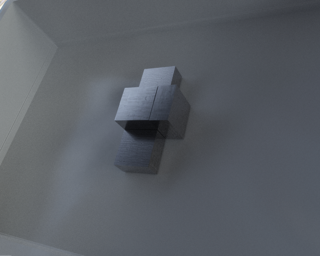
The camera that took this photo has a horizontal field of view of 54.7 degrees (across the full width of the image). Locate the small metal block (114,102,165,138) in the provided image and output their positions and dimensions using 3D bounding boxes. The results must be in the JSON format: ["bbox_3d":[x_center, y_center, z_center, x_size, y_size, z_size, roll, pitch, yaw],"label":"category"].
[{"bbox_3d":[-0.022,-0.009,0.405,0.050,0.050,0.025,0,62,28],"label":"small metal block"}]

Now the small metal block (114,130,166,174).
[{"bbox_3d":[-0.026,0.030,0.398,0.050,0.025,0.050,0,62,28],"label":"small metal block"}]

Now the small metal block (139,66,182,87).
[{"bbox_3d":[-0.001,-0.058,0.440,0.050,0.025,0.050,0,62,28],"label":"small metal block"}]

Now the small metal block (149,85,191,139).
[{"bbox_3d":[0.014,-0.019,0.392,0.025,0.050,0.050,0,62,28],"label":"small metal block"}]

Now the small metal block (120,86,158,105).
[{"bbox_3d":[-0.017,-0.031,0.415,0.050,0.050,0.025,0,62,28],"label":"small metal block"}]
